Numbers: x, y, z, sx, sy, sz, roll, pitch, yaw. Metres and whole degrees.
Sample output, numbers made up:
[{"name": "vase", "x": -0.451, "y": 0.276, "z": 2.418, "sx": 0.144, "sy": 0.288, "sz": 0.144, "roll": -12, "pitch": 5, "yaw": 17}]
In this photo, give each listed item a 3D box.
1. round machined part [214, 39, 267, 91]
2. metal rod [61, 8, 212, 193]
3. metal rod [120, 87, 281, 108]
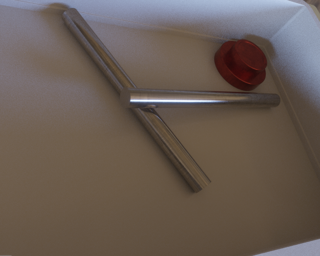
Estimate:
[{"name": "round machined part", "x": 0.150, "y": -0.118, "z": 0.550, "sx": 0.099, "sy": 0.042, "sz": 0.098, "roll": 14, "pitch": 56, "yaw": -21}, {"name": "metal rod", "x": -0.036, "y": -0.042, "z": 0.413, "sx": 0.025, "sy": 0.025, "sz": 0.300, "roll": -31, "pitch": 79, "yaw": -38}, {"name": "metal rod", "x": 0.080, "y": -0.042, "z": 0.457, "sx": 0.303, "sy": 0.025, "sz": 0.025, "roll": -3, "pitch": 63, "yaw": -36}]
